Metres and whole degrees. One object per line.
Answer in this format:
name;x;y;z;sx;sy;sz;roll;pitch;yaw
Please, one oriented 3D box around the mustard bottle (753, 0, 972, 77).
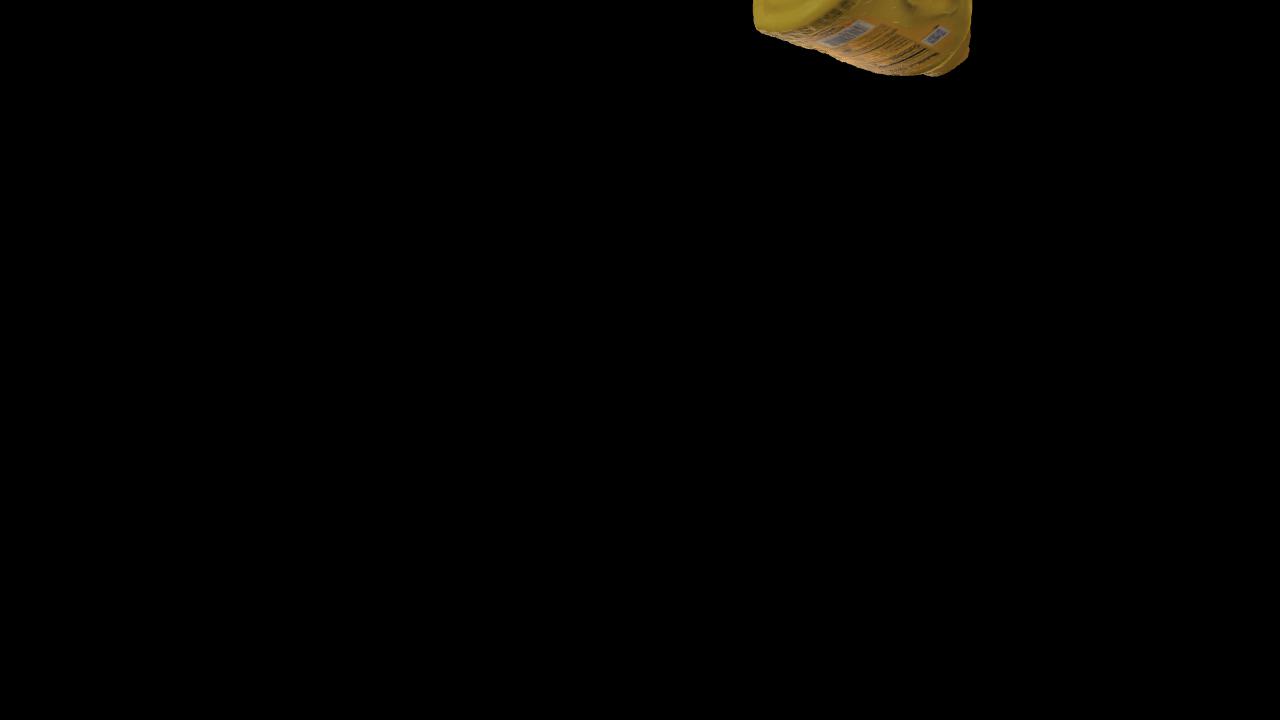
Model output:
mustard bottle;0.171;-0.231;0.419;0.184;0.054;0.092;-3;-3;-36
